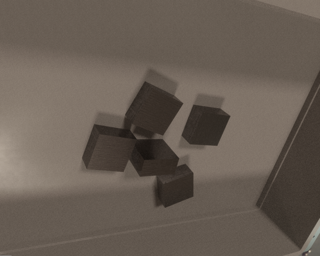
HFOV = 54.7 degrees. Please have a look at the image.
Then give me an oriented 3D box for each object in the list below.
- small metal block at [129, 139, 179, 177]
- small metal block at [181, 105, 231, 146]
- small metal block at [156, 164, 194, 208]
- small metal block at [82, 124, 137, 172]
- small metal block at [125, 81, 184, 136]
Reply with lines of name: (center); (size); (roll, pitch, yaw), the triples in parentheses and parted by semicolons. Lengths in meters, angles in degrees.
small metal block: (-0.011, 0.038, 0.412); (0.050, 0.050, 0.025); (1, 118, -29)
small metal block: (0.066, -0.003, 0.445); (0.050, 0.025, 0.050); (5, 116, -31)
small metal block: (0.024, 0.089, 0.479); (0.050, 0.025, 0.050); (-17, 126, -19)
small metal block: (-0.064, 0.026, 0.391); (0.050, 0.025, 0.050); (10, 113, -33)
small metal block: (-0.007, -0.024, 0.391); (0.050, 0.025, 0.050); (22, 107, -37)
